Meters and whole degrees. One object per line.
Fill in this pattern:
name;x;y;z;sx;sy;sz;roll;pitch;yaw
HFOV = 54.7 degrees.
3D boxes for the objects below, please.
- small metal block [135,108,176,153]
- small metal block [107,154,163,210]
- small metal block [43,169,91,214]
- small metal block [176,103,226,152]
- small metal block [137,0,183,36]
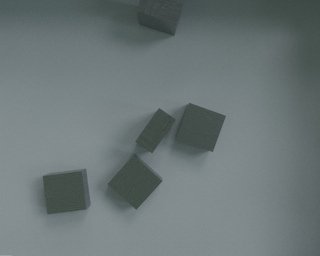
small metal block;-0.005;0.003;0.399;0.025;0.050;0.050;35;90;0
small metal block;-0.032;0.070;0.411;0.050;0.025;0.050;42;90;0
small metal block;-0.123;0.083;0.410;0.050;0.025;0.050;-7;90;0
small metal block;0.053;-0.001;0.412;0.050;0.025;0.050;20;90;0
small metal block;0.000;-0.145;0.399;0.050;0.050;0.025;17;90;0
